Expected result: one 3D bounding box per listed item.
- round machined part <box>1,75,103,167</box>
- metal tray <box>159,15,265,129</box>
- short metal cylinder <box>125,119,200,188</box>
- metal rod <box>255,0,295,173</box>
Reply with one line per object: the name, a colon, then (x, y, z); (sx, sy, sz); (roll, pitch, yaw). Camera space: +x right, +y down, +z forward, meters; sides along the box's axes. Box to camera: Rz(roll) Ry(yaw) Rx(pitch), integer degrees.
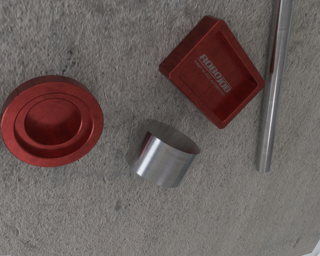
round machined part: (-0.114, -0.010, 0.328); (0.099, 0.042, 0.097); (-14, 124, -21)
metal tray: (0.072, -0.066, 0.401); (0.090, 0.030, 0.130); (-47, 129, 5)
short metal cylinder: (0.003, 0.031, 0.392); (0.081, 0.080, 0.050); (17, 109, -35)
metal rod: (0.170, -0.051, 0.467); (0.025, 0.025, 0.298); (-19, 126, -18)
